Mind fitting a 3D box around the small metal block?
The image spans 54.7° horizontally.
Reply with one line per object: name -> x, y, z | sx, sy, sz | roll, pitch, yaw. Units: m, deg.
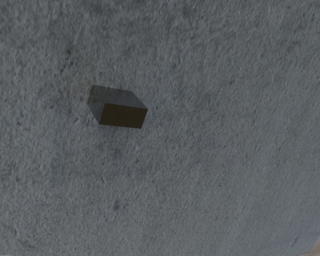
small metal block -> -0.049, -0.024, 0.350 | 0.050, 0.050, 0.025 | 6, 115, -32
